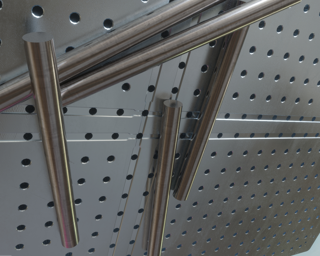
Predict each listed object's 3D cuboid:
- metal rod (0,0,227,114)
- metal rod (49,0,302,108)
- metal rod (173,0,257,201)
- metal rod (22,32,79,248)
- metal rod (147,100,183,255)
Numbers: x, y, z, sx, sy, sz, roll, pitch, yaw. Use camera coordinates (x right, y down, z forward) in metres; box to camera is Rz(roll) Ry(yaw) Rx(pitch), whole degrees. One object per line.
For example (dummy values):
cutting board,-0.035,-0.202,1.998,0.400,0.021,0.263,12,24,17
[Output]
metal rod,-0.045,-0.093,0.330,0.302,0.025,0.025,-29,129,-10
metal rod,0.022,-0.094,0.346,0.302,0.025,0.025,-25,128,-6
metal rod,0.069,-0.022,0.437,0.025,0.025,0.298,1,118,-29
metal rod,-0.116,0.041,0.353,0.025,0.025,0.298,-12,130,-22
metal rod,0.003,0.097,0.474,0.025,0.025,0.298,-8,122,-24
